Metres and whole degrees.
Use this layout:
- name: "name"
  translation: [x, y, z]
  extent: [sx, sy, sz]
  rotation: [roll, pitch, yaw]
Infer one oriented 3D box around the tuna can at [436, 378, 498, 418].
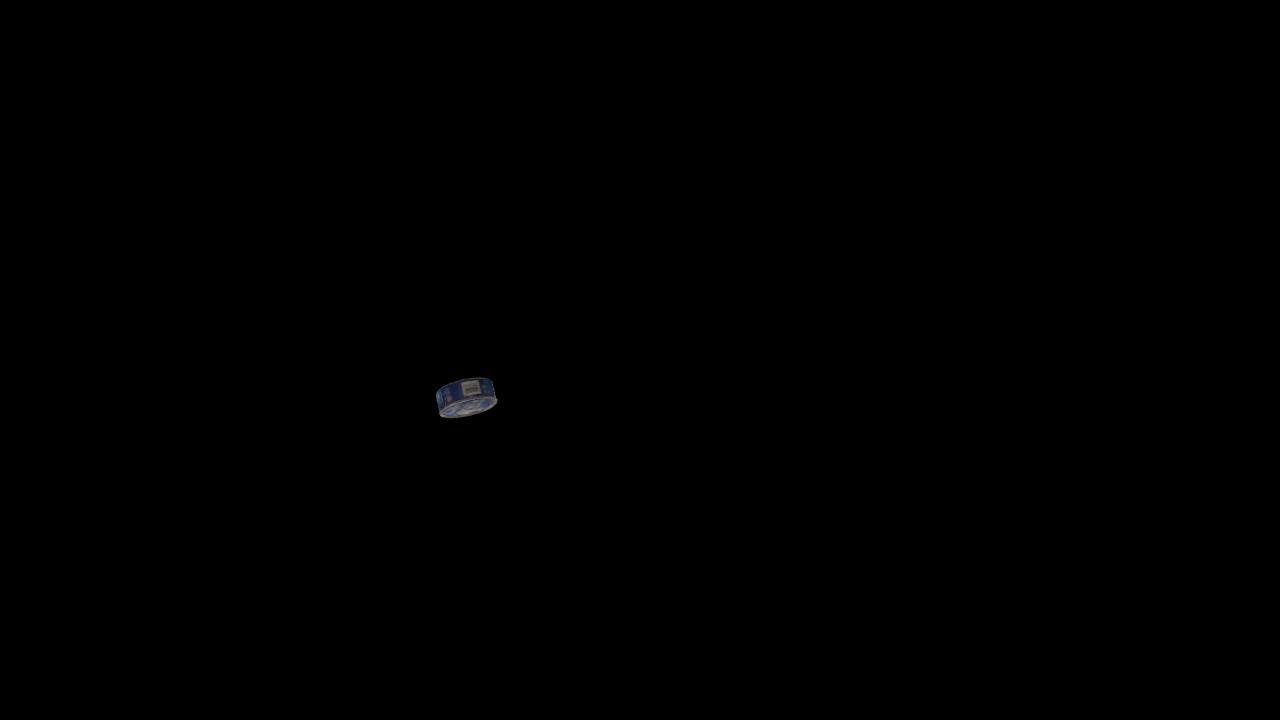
- name: "tuna can"
  translation: [-0.254, 0.055, 0.899]
  extent: [0.084, 0.034, 0.084]
  rotation: [-17, -15, -5]
